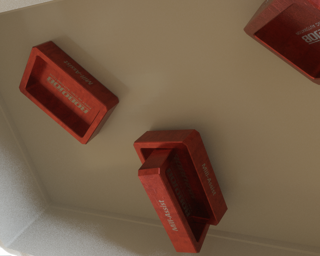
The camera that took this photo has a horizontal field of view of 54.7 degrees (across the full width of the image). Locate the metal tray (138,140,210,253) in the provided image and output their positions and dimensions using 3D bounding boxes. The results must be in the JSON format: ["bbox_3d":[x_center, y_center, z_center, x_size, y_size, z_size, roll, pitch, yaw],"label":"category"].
[{"bbox_3d":[0.028,0.082,0.401,0.030,0.090,0.129,-11,113,32],"label":"metal tray"}]

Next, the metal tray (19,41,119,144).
[{"bbox_3d":[-0.132,-0.048,0.443,0.130,0.030,0.090,41,129,0],"label":"metal tray"}]

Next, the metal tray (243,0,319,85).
[{"bbox_3d":[0.120,-0.071,0.232,0.090,0.130,0.030,36,98,-1],"label":"metal tray"}]

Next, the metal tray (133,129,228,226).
[{"bbox_3d":[0.028,0.065,0.414,0.090,0.030,0.129,-3,119,42],"label":"metal tray"}]
